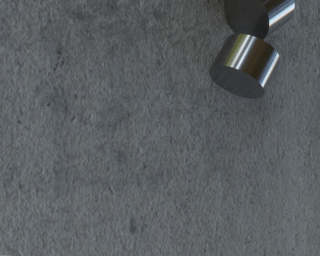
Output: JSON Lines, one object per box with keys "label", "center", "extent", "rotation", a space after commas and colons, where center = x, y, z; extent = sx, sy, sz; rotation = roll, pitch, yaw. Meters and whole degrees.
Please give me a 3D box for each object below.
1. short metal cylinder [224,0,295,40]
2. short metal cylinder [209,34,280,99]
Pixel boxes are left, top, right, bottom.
{"label": "short metal cylinder", "center": [0.137, -0.167, 0.432], "extent": [0.050, 0.080, 0.080], "rotation": [-37, 102, -16]}
{"label": "short metal cylinder", "center": [0.115, -0.083, 0.424], "extent": [0.080, 0.080, 0.050], "rotation": [32, 80, -18]}
